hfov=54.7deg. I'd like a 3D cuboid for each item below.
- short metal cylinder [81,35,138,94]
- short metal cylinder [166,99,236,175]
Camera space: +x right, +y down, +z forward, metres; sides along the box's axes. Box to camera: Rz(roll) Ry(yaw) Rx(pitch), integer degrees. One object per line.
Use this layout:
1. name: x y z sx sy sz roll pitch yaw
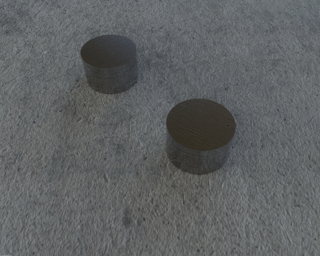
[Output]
1. short metal cylinder: -0.074 -0.097 0.468 0.080 0.050 0.080 0 50 0
2. short metal cylinder: 0.048 0.010 0.379 0.080 0.050 0.080 0 50 0
